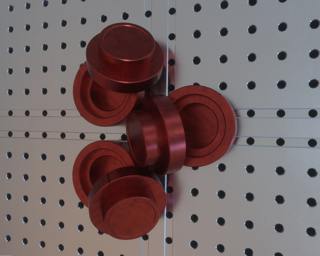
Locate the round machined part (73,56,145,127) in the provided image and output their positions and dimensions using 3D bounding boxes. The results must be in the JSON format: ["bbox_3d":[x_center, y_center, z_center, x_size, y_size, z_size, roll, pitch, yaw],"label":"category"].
[{"bbox_3d":[-0.066,-0.050,0.426,0.098,0.042,0.097,0,90,20],"label":"round machined part"}]

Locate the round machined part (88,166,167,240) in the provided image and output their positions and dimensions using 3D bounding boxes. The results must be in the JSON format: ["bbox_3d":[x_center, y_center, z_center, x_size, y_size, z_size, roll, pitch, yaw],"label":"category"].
[{"bbox_3d":[-0.038,0.100,0.387,0.099,0.042,0.097,-8,119,-14],"label":"round machined part"}]

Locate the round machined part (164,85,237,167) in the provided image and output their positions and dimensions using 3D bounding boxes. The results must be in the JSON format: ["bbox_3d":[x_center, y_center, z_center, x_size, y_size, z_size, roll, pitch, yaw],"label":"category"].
[{"bbox_3d":[0.047,-0.003,0.387,0.098,0.042,0.097,0,90,20],"label":"round machined part"}]

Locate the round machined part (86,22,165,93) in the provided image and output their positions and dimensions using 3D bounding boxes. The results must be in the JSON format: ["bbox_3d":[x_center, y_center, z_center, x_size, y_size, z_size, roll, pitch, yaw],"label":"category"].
[{"bbox_3d":[-0.042,-0.094,0.390,0.099,0.042,0.098,5,56,-8],"label":"round machined part"}]

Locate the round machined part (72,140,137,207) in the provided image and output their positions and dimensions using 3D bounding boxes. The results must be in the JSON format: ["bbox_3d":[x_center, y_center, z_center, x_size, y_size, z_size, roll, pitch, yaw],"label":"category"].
[{"bbox_3d":[-0.067,0.065,0.427,0.098,0.042,0.097,0,90,20],"label":"round machined part"}]

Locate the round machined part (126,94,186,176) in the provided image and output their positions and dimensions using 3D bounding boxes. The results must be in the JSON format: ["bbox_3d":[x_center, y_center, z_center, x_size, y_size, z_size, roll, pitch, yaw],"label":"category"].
[{"bbox_3d":[-0.011,0.010,0.376,0.042,0.098,0.098,-11,85,-22],"label":"round machined part"}]
